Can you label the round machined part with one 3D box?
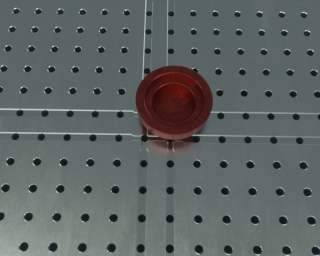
[{"bbox_3d":[0.018,-0.030,0.414,0.099,0.042,0.098,0,70,0],"label":"round machined part"}]
